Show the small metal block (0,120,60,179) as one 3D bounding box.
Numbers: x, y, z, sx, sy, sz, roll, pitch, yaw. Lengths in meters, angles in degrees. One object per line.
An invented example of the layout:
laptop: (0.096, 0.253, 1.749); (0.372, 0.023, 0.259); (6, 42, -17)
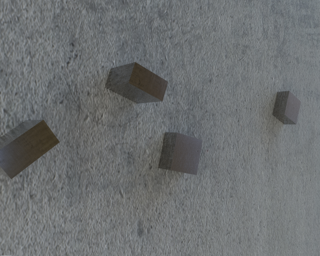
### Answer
small metal block: (-0.128, 0.017, 0.281); (0.050, 0.050, 0.025); (-43, 116, -31)

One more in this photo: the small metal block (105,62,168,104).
small metal block: (-0.028, -0.051, 0.365); (0.050, 0.050, 0.025); (25, 74, -37)

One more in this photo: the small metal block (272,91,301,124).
small metal block: (0.253, -0.039, 0.616); (0.050, 0.025, 0.050); (28, 73, -37)

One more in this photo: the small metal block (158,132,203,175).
small metal block: (0.029, 0.036, 0.429); (0.050, 0.025, 0.050); (17, 79, -39)
